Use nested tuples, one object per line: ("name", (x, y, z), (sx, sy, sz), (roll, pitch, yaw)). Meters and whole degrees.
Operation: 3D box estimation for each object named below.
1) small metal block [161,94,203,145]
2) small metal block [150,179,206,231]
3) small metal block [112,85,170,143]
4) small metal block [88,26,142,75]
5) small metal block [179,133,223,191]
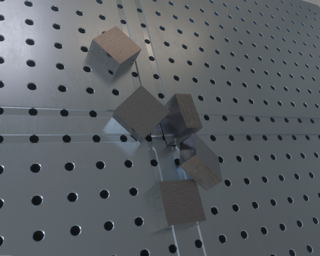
("small metal block", (0.025, -0.011, 0.411), (0.025, 0.050, 0.050), (-1, 62, -32))
("small metal block", (0.021, 0.089, 0.364), (0.050, 0.025, 0.050), (1, 61, -27))
("small metal block", (-0.024, -0.017, 0.396), (0.050, 0.025, 0.050), (43, 70, 1))
("small metal block", (-0.064, -0.111, 0.441), (0.050, 0.025, 0.050), (43, 51, 1))
("small metal block", (0.050, 0.042, 0.389), (0.050, 0.025, 0.050), (45, 23, -19))
